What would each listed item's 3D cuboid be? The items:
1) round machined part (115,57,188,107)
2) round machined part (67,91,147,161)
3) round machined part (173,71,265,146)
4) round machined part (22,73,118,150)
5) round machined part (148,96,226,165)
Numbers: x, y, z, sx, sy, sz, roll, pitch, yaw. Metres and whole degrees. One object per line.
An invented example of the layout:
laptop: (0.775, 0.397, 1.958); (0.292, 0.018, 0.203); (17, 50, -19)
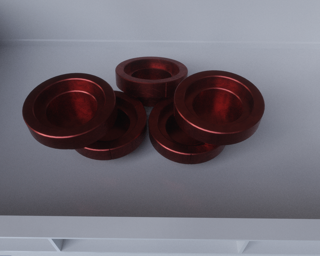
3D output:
round machined part: (-0.012, -0.063, 0.432); (0.099, 0.042, 0.098); (1, 32, -1)
round machined part: (-0.065, 0.001, 0.391); (0.099, 0.042, 0.098); (0, 50, 0)
round machined part: (0.064, -0.019, 0.354); (0.099, 0.042, 0.098); (0, 50, 0)
round machined part: (-0.097, -0.015, 0.350); (0.099, 0.042, 0.098); (0, 50, 0)
round machined part: (0.035, 0.005, 0.388); (0.099, 0.042, 0.098); (0, 50, 0)
